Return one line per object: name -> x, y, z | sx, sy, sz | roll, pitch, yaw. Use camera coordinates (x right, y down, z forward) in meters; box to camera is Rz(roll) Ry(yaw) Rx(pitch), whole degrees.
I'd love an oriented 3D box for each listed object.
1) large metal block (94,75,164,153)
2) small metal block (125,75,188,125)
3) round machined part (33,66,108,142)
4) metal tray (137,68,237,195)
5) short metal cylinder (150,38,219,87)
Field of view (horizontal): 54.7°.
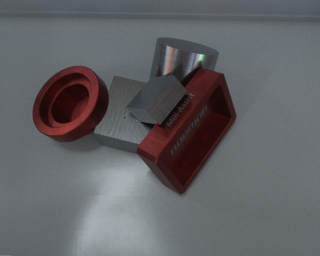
large metal block -> -0.029, -0.013, 0.399 | 0.080, 0.050, 0.080 | 14, 71, 4
small metal block -> -0.005, -0.032, 0.352 | 0.025, 0.050, 0.050 | 47, 73, -25
round machined part -> -0.108, -0.027, 0.395 | 0.098, 0.042, 0.098 | -10, 63, 20
metal tray -> 0.038, 0.005, 0.371 | 0.030, 0.090, 0.130 | 25, 69, 37
short metal cylinder -> 0.031, -0.082, 0.402 | 0.080, 0.080, 0.050 | 15, 115, 5
